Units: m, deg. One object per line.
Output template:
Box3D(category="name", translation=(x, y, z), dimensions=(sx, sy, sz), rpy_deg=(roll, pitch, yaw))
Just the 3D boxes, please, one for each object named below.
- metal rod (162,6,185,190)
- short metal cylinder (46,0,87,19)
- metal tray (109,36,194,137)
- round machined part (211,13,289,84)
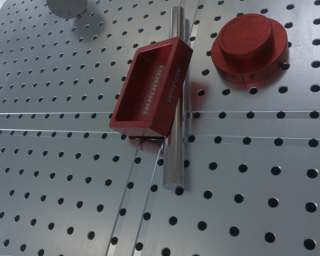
Box3D(category="metal rod", translation=(0.022, -0.061, 0.433), dimensions=(0.025, 0.025, 0.299), rpy_deg=(-11, 57, 22))
Box3D(category="short metal cylinder", translation=(-0.197, -0.277, 0.647), dimensions=(0.080, 0.080, 0.050), rpy_deg=(-30, 52, 9))
Box3D(category="metal tray", translation=(-0.013, -0.054, 0.420), dimensions=(0.090, 0.030, 0.130), rpy_deg=(-1, 66, 47))
Box3D(category="round machined part", translation=(0.114, -0.110, 0.405), dimensions=(0.098, 0.042, 0.098), rpy_deg=(-13, 56, 21))
